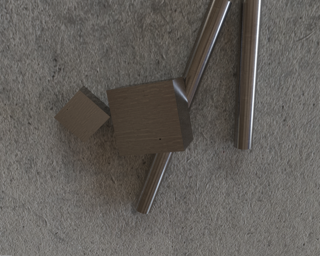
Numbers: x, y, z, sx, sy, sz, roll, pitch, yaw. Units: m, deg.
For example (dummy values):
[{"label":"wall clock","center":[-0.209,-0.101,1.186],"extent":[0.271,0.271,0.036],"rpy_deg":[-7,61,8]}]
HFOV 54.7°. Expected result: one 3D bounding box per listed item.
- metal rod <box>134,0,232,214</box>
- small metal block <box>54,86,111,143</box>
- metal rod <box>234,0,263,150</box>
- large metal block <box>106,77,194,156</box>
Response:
[{"label":"metal rod","center":[0.023,-0.015,0.404],"extent":[0.025,0.025,0.298],"rpy_deg":[18,109,-7]},{"label":"small metal block","center":[-0.098,-0.018,0.402],"extent":[0.050,0.025,0.050],"rpy_deg":[43,104,-15]},{"label":"metal rod","center":[0.107,-0.115,0.368],"extent":[0.025,0.025,0.298],"rpy_deg":[-2,110,0]},{"label":"large metal block","center":[-0.010,-0.014,0.373],"extent":[0.080,0.050,0.079],"rpy_deg":[-6,101,19]}]
